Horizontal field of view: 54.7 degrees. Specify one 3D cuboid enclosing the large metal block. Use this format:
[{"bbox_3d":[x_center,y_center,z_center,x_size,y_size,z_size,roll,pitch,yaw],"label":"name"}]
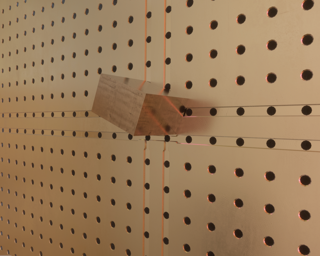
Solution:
[{"bbox_3d":[-0.025,-0.029,0.392,0.080,0.081,0.050,28,107,36],"label":"large metal block"}]
